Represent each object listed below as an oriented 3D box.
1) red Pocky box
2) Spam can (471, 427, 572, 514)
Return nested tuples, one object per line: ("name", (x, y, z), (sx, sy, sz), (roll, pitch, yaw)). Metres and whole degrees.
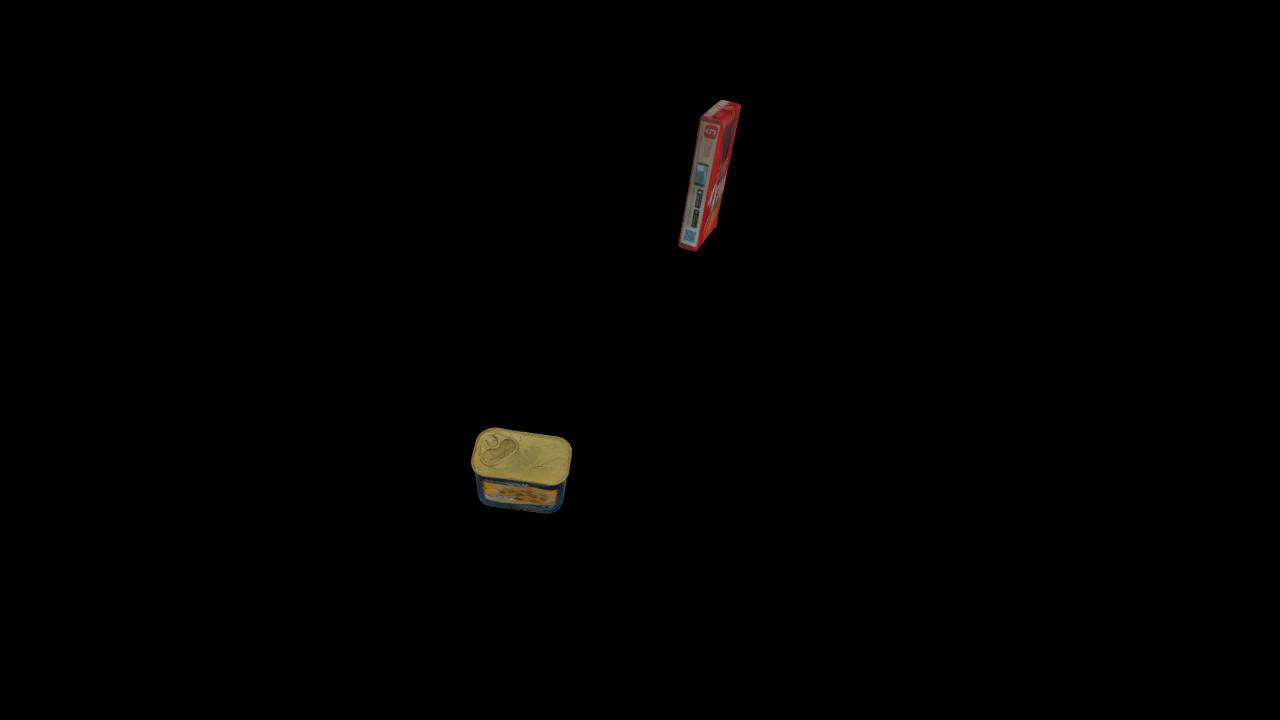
("red Pocky box", (0.080, -0.212, 0.712), (0.028, 0.155, 0.083), (18, 39, 13))
("Spam can", (-0.128, 0.123, 0.669), (0.101, 0.058, 0.085), (9, -37, -3))
